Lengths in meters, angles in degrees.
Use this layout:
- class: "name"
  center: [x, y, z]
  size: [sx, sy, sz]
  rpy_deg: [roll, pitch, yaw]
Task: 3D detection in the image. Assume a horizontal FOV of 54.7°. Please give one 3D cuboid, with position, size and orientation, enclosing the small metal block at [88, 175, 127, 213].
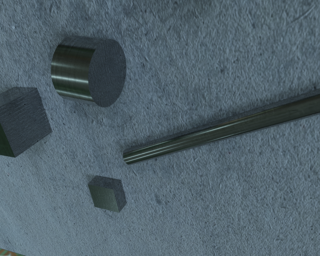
- class: "small metal block"
  center: [-0.088, 0.111, 0.522]
  size: [0.050, 0.025, 0.050]
  rpy_deg: [6, 121, 25]

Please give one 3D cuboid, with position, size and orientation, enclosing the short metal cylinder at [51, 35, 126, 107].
- class: "short metal cylinder"
  center: [-0.083, -0.068, 0.373]
  size: [0.050, 0.080, 0.079]
  rpy_deg: [12, 124, 21]

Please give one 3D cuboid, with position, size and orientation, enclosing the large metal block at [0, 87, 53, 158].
- class: "large metal block"
  center: [-0.226, -0.012, 0.483]
  size: [0.050, 0.080, 0.079]
  rpy_deg: [5, 121, 25]

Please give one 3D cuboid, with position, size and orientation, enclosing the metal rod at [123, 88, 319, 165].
- class: "metal rod"
  center: [0.071, 0.003, 0.371]
  size: [0.300, 0.025, 0.025]
  rpy_deg: [-19, 109, 35]
